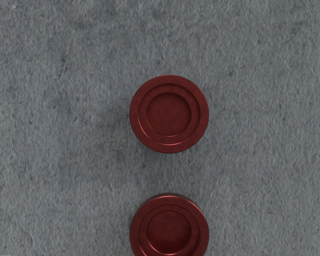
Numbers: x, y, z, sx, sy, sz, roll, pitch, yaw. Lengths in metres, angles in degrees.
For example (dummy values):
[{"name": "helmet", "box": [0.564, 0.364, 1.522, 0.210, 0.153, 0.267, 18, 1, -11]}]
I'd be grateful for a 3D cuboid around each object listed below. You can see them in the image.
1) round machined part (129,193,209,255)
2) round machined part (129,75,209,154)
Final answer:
[{"name": "round machined part", "box": [0.011, 0.132, 0.402, 0.099, 0.042, 0.097, 0, 90, -1]}, {"name": "round machined part", "box": [0.011, -0.017, 0.402, 0.099, 0.042, 0.097, 0, 90, -1]}]
